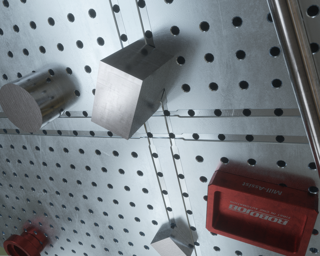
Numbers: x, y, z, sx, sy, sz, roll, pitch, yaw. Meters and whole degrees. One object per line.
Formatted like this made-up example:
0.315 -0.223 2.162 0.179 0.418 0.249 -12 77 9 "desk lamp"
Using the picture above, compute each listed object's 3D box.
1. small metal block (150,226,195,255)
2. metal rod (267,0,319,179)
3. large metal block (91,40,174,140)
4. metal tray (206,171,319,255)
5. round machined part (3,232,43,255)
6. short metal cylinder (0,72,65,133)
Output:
0.021 0.199 0.523 0.050 0.025 0.050 49 129 -6 "small metal block"
0.154 -0.024 0.314 0.025 0.025 0.299 -13 112 33 "metal rod"
-0.032 -0.046 0.364 0.050 0.080 0.079 27 128 11 "large metal block"
0.129 0.114 0.410 0.130 0.030 0.089 11 123 22 "metal tray"
-0.328 0.295 0.756 0.098 0.042 0.097 13 124 21 "round machined part"
-0.194 -0.040 0.473 0.080 0.050 0.079 13 124 21 "short metal cylinder"
